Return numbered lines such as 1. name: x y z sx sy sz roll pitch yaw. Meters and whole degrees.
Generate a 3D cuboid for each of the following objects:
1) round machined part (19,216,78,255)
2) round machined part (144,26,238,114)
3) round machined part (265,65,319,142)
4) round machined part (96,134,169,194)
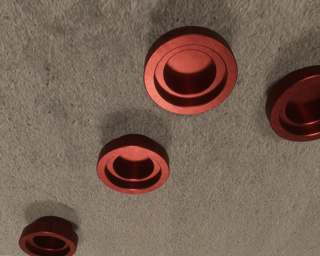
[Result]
1. round machined part: -0.197 0.196 0.560 0.099 0.042 0.097 -1 130 0
2. round machined part: 0.032 -0.065 0.341 0.099 0.042 0.097 -1 130 0
3. round machined part: 0.176 -0.033 0.371 0.099 0.042 0.097 -1 130 0
4. round machined part: -0.037 0.046 0.435 0.099 0.042 0.097 -1 130 0
